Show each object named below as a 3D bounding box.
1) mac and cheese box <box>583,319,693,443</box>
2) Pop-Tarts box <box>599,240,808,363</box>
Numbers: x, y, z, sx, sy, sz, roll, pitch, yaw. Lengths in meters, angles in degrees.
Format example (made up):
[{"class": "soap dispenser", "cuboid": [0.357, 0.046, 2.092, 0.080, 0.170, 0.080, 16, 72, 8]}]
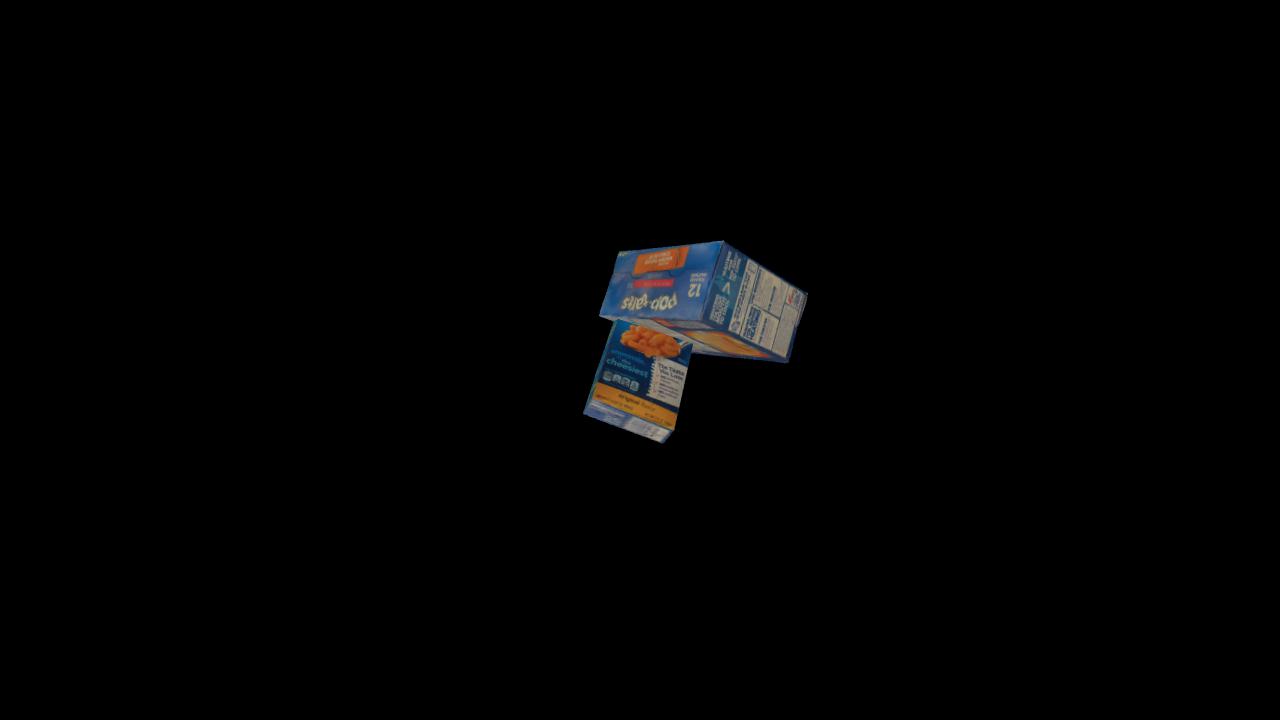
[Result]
[{"class": "mac and cheese box", "cuboid": [0.008, -0.007, 0.674, 0.093, 0.184, 0.041, 21, -37, -8]}, {"class": "Pop-Tarts box", "cuboid": [0.066, -0.060, 0.668, 0.141, 0.083, 0.167, 21, -9, -37]}]
